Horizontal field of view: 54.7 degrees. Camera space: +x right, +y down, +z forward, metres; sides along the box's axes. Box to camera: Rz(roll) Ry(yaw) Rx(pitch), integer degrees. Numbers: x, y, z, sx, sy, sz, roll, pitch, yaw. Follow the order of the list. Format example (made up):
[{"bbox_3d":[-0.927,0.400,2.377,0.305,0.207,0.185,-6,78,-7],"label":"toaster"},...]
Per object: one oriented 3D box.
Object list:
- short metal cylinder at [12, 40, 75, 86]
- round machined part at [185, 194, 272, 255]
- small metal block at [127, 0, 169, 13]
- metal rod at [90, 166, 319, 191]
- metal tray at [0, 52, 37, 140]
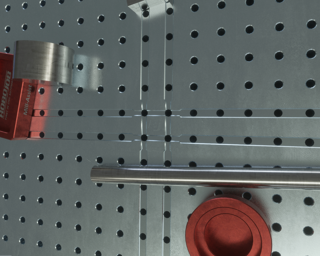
[{"bbox_3d":[-0.165,-0.089,0.440,0.080,0.080,0.050,5,92,19],"label":"short metal cylinder"},{"bbox_3d":[0.083,0.128,0.374,0.098,0.042,0.097,0,90,19],"label":"round machined part"},{"bbox_3d":[-0.020,-0.192,0.419,0.050,0.025,0.050,-12,86,19],"label":"small metal block"},{"bbox_3d":[0.049,0.062,0.394,0.301,0.025,0.025,-2,90,19],"label":"metal rod"},{"bbox_3d":[-0.247,-0.053,0.494,0.090,0.030,0.129,13,94,19],"label":"metal tray"}]
